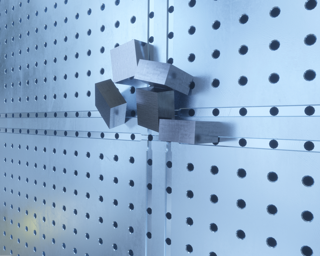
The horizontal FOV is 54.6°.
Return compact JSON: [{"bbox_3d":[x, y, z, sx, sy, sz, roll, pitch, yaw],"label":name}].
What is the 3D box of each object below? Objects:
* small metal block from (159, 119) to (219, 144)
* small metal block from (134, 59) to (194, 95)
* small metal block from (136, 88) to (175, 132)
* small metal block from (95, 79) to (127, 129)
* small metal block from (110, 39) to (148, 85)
[{"bbox_3d":[0.034,0.003,0.366,0.050,0.050,0.025,5,93,40],"label":"small metal block"},{"bbox_3d":[0.005,-0.063,0.388,0.050,0.050,0.025,18,92,38],"label":"small metal block"},{"bbox_3d":[-0.006,-0.025,0.402,0.050,0.025,0.050,19,116,52],"label":"small metal block"},{"bbox_3d":[-0.074,-0.035,0.457,0.050,0.025,0.050,55,153,25],"label":"small metal block"},{"bbox_3d":[-0.043,-0.093,0.447,0.050,0.025,0.050,-11,83,39],"label":"small metal block"}]
